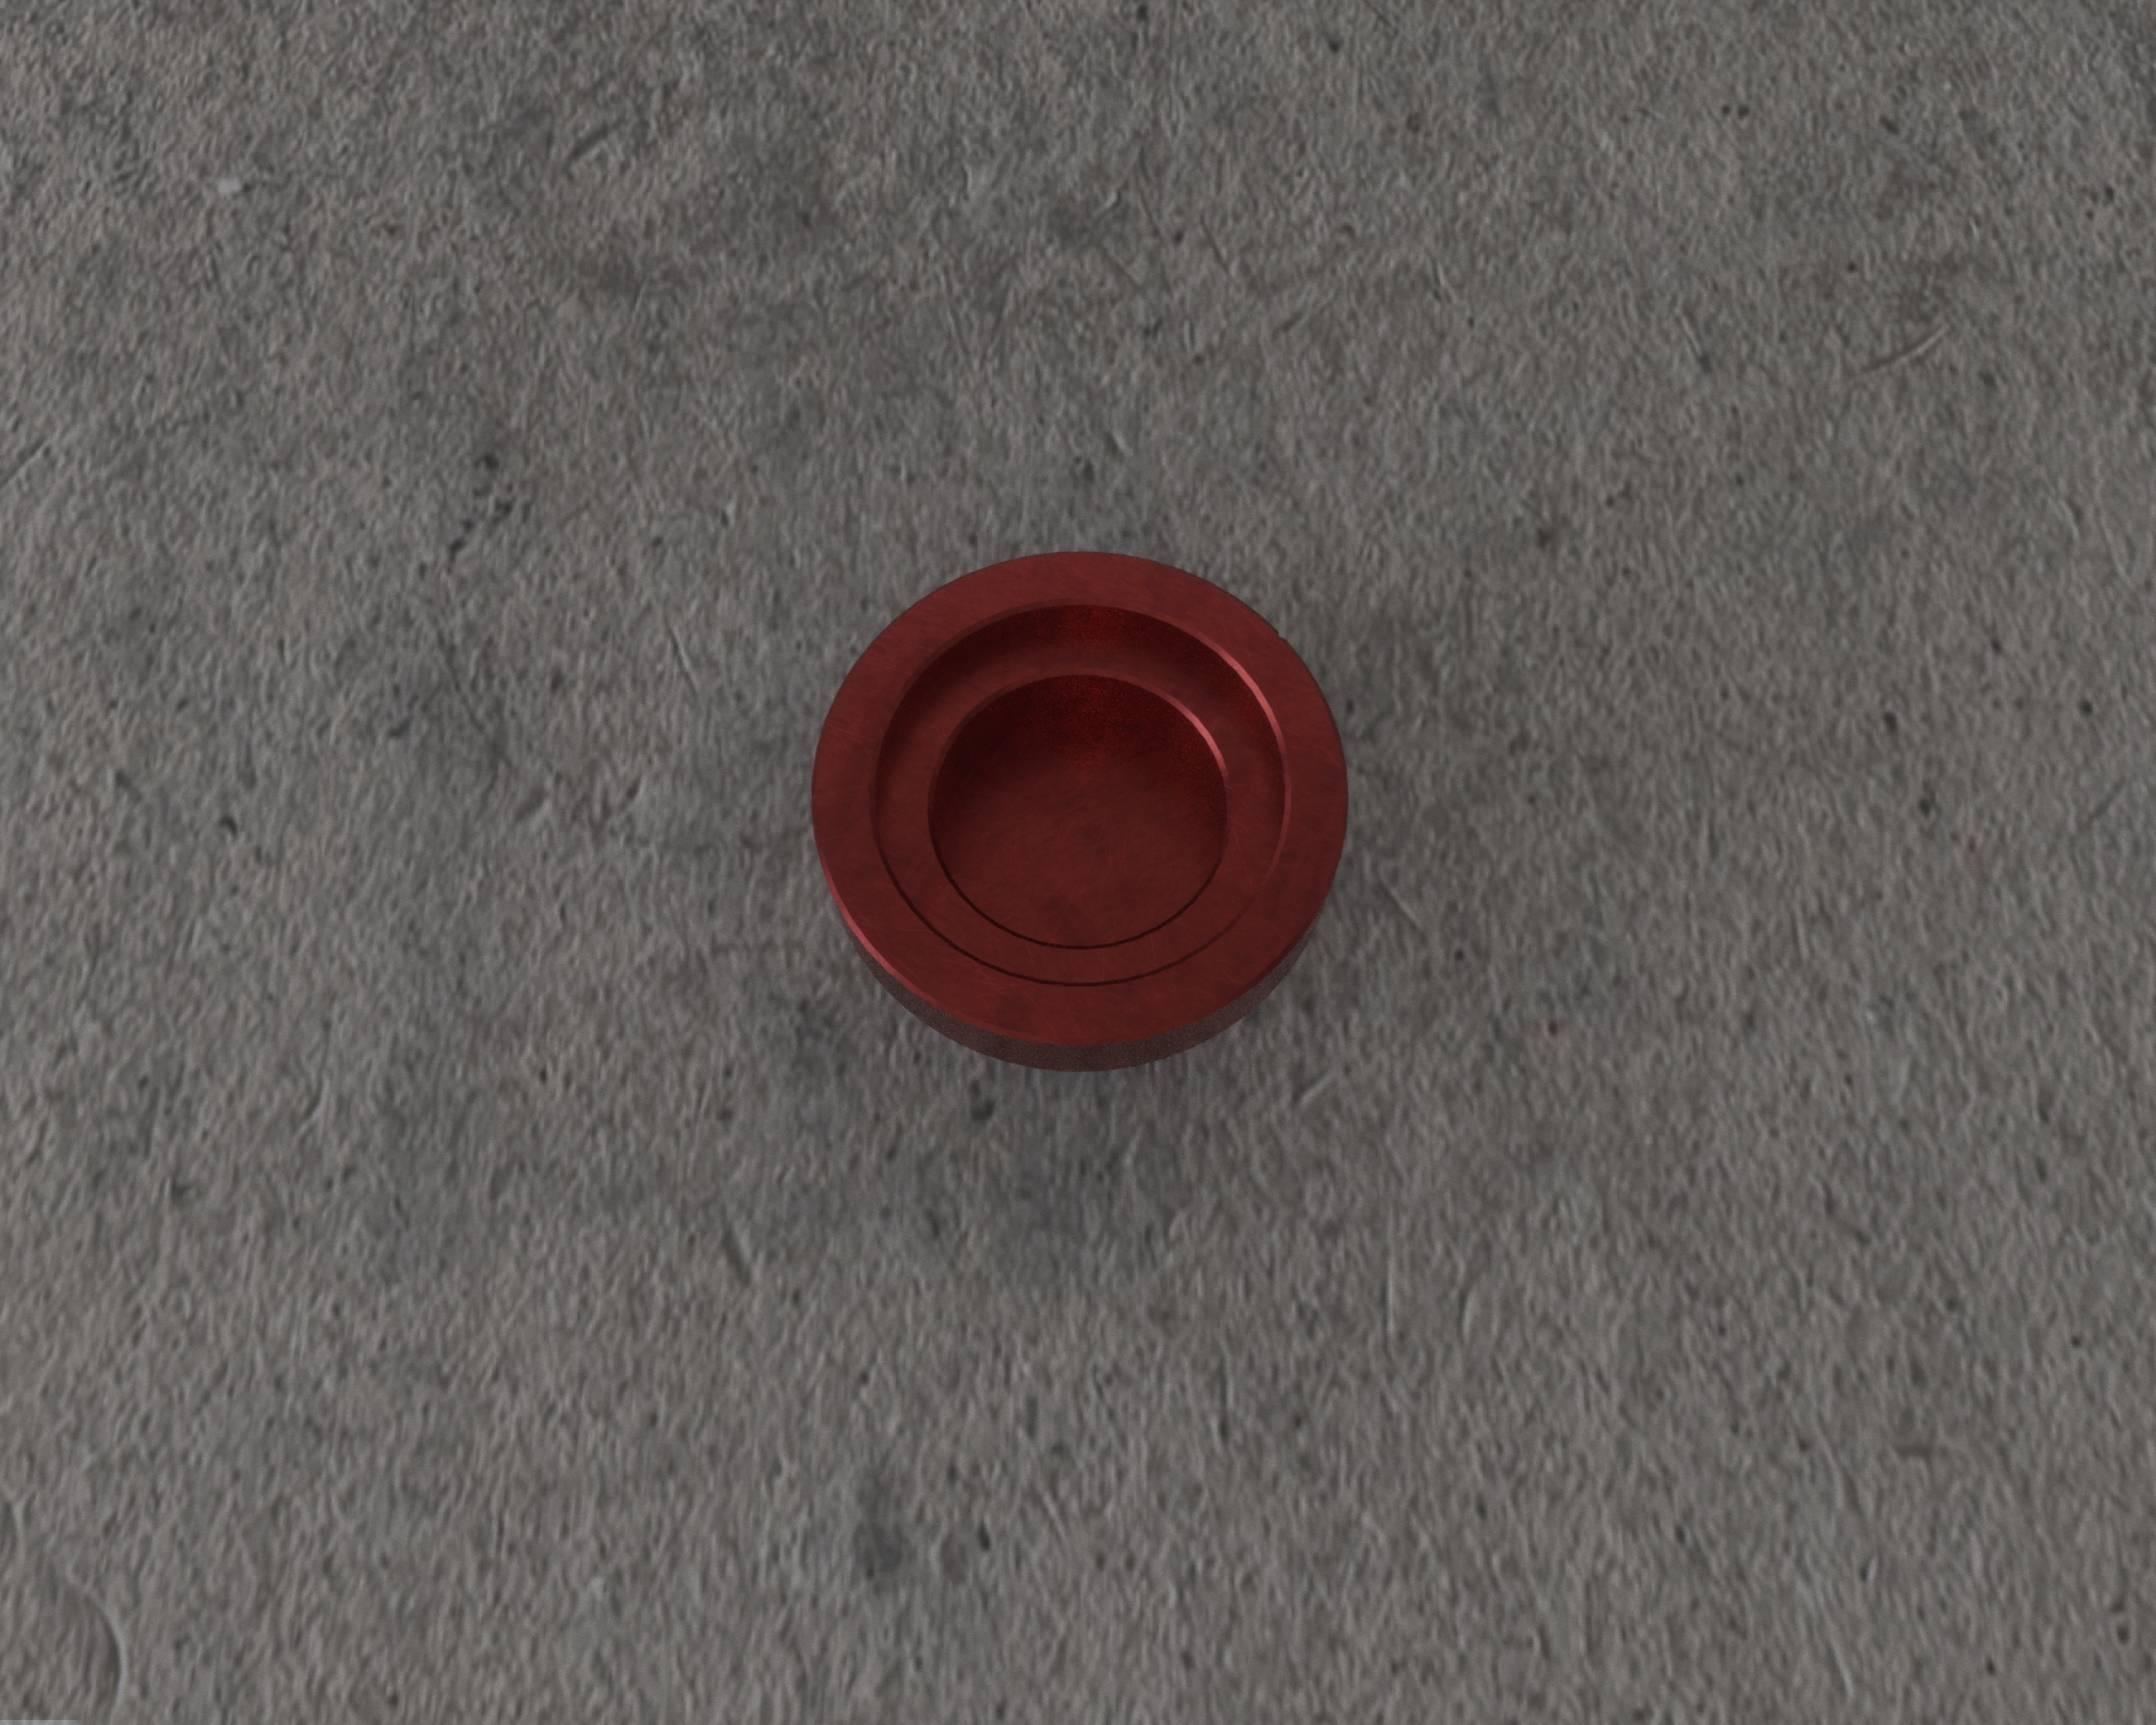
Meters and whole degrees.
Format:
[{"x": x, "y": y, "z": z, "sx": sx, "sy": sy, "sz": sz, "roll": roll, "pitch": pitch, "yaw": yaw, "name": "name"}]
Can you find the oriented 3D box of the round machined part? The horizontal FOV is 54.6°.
[{"x": 0.001, "y": -0.007, "z": 0.402, "sx": 0.099, "sy": 0.042, "sz": 0.098, "roll": 0, "pitch": 70, "yaw": 0, "name": "round machined part"}]
